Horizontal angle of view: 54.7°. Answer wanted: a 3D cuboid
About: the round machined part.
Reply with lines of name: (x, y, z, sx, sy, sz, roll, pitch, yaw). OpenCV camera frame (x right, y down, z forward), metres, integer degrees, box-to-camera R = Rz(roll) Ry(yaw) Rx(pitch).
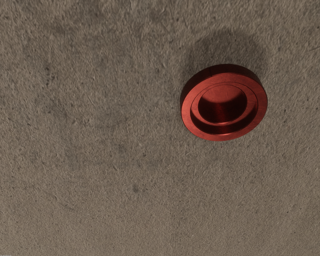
round machined part: (0.073, -0.034, 0.369, 0.099, 0.042, 0.097, -1, 130, 0)
